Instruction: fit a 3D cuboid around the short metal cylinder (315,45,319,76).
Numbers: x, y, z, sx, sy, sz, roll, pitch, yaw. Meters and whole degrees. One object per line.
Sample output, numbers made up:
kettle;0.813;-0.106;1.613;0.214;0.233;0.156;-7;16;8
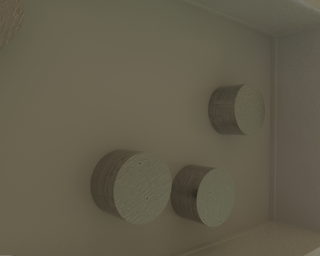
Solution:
short metal cylinder;0.412;-0.163;0.738;0.081;0.050;0.080;0;90;-40

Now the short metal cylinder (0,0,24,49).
short metal cylinder;-0.162;-0.098;0.254;0.081;0.050;0.080;0;90;-40

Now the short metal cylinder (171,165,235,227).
short metal cylinder;0.062;0.095;0.442;0.081;0.050;0.080;0;90;-40

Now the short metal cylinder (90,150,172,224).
short metal cylinder;-0.033;0.066;0.363;0.081;0.050;0.080;0;90;-40

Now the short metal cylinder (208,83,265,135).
short metal cylinder;0.123;-0.029;0.493;0.081;0.050;0.080;0;90;-40
